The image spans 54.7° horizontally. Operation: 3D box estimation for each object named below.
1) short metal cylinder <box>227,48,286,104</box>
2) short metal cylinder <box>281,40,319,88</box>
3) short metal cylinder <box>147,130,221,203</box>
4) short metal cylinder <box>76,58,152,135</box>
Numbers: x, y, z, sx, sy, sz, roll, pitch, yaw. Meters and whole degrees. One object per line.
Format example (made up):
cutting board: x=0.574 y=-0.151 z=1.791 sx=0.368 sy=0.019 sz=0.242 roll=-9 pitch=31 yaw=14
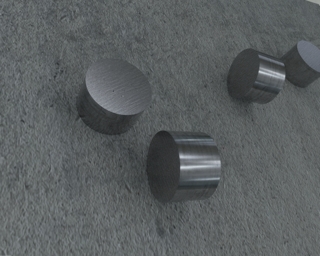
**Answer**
short metal cylinder: x=0.153 y=-0.083 z=0.501 sx=0.050 sy=0.080 sz=0.080 roll=12 pitch=57 yaw=-22
short metal cylinder: x=0.287 y=-0.127 z=0.620 sx=0.081 sy=0.050 sz=0.080 roll=14 pitch=56 yaw=-21
short metal cylinder: x=0.024 y=0.043 z=0.355 sx=0.050 sy=0.080 sz=0.080 roll=3 pitch=61 yaw=-27
short metal cylinder: x=-0.057 y=-0.038 z=0.380 sx=0.081 sy=0.050 sz=0.080 roll=14 pitch=56 yaw=-21
